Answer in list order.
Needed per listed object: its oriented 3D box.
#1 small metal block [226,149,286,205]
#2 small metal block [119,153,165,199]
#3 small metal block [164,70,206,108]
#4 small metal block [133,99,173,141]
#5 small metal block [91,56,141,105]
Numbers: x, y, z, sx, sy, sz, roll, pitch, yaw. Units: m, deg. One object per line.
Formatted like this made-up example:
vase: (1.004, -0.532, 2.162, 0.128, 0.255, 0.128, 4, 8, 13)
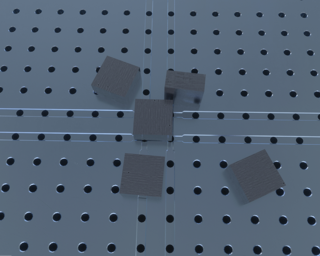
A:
small metal block: (0.119, 0.062, 0.390, 0.050, 0.025, 0.050, -23, 72, -8)
small metal block: (-0.021, 0.061, 0.389, 0.050, 0.025, 0.050, 5, 70, 2)
small metal block: (0.032, -0.052, 0.418, 0.050, 0.050, 0.025, 7, 70, 2)
small metal block: (-0.009, -0.011, 0.416, 0.050, 0.025, 0.050, 2, 70, 0)
small metal block: (-0.061, -0.067, 0.436, 0.050, 0.025, 0.050, 21, 71, 7)
